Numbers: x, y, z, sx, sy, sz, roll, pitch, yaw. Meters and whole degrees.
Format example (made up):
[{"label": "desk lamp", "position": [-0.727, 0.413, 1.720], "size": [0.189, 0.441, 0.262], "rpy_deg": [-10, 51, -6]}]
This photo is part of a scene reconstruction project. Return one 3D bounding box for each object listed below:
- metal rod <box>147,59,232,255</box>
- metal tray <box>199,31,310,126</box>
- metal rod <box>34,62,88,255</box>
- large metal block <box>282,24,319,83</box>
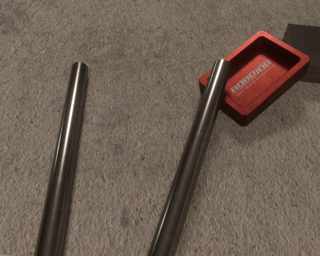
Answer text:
[{"label": "metal rod", "position": [0.038, 0.033, 0.353], "size": [0.025, 0.025, 0.300], "rpy_deg": [15, 58, 12]}, {"label": "metal tray", "position": [0.132, -0.074, 0.441], "size": [0.130, 0.030, 0.090], "rpy_deg": [-39, 59, -11]}, {"label": "metal rod", "position": [-0.115, 0.023, 0.382], "size": [0.025, 0.025, 0.300], "rpy_deg": [-2, 50, -2]}, {"label": "large metal block", "position": [0.240, -0.117, 0.489], "size": [0.080, 0.050, 0.080], "rpy_deg": [8, 50, 6]}]
